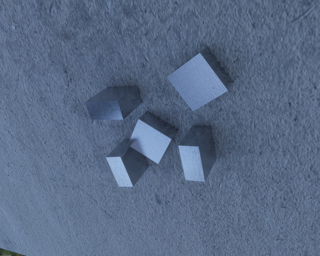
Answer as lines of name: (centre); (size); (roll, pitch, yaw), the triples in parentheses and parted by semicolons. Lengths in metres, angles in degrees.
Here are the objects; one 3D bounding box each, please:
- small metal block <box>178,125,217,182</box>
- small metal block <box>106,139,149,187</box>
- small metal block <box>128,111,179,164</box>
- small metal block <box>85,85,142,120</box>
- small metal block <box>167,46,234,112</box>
small metal block: (0.048, 0.030, 0.384); (0.025, 0.050, 0.050); (1, 119, 28)
small metal block: (-0.045, 0.049, 0.445); (0.025, 0.050, 0.050); (-6, 116, 31)
small metal block: (-0.010, 0.013, 0.420); (0.050, 0.025, 0.050); (32, 129, 7)
small metal block: (-0.059, -0.033, 0.401); (0.050, 0.050, 0.025); (1, 119, 28)
small metal block: (0.045, -0.055, 0.349); (0.050, 0.025, 0.050); (-32, 101, 38)
